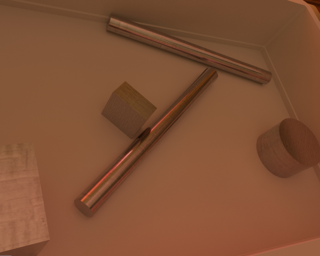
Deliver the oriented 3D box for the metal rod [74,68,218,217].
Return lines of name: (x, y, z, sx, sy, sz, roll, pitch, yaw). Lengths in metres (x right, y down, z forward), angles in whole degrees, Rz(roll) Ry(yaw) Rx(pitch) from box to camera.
metal rod: (0.003, -0.003, 0.410, 0.025, 0.025, 0.301, 43, 51, 1)

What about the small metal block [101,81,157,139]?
small metal block: (-0.039, -0.021, 0.383, 0.050, 0.050, 0.025, 41, 51, -1)

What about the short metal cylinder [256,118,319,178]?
short metal cylinder: (0.199, 0.031, 0.480, 0.081, 0.050, 0.080, 14, 56, -21)

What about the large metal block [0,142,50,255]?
large metal block: (-0.131, 0.067, 0.259, 0.050, 0.080, 0.080, -5, 65, -31)

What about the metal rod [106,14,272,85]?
metal rod: (0.061, -0.125, 0.516, 0.302, 0.025, 0.025, 14, 56, -21)
